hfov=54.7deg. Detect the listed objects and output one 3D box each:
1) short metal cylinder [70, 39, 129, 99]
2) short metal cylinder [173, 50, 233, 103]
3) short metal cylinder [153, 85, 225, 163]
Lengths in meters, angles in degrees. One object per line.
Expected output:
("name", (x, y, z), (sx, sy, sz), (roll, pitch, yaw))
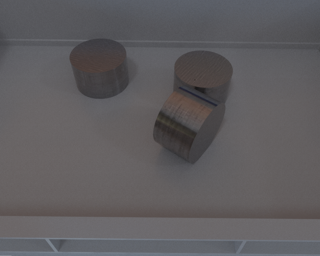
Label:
("short metal cylinder", (-0.089, -0.089, 0.463), (0.081, 0.050, 0.080), (0, 50, 0))
("short metal cylinder", (0.060, -0.067, 0.446), (0.081, 0.050, 0.080), (0, 50, 0))
("short metal cylinder", (0.036, -0.005, 0.374), (0.050, 0.080, 0.080), (30, 56, 22))
